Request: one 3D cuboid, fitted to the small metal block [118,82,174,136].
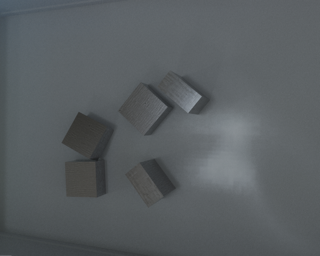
[{"bbox_3d":[-0.019,-0.025,0.417,0.050,0.025,0.050,44,103,14],"label":"small metal block"}]

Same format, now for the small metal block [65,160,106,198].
[{"bbox_3d":[-0.108,0.072,0.449,0.050,0.025,0.050,-3,89,20],"label":"small metal block"}]

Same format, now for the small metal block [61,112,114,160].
[{"bbox_3d":[-0.102,0.012,0.441,0.050,0.025,0.050,27,86,18],"label":"small metal block"}]

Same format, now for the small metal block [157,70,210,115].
[{"bbox_3d":[0.031,-0.043,0.386,0.050,0.050,0.025,42,103,15],"label":"small metal block"}]

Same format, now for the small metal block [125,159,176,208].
[{"bbox_3d":[-0.011,0.069,0.401,0.025,0.050,0.050,-40,77,16],"label":"small metal block"}]
